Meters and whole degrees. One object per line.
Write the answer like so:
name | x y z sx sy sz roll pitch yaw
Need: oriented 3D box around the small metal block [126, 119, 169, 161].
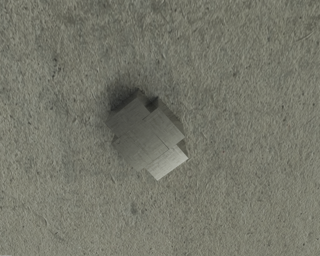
small metal block | -0.015 0.007 0.399 0.025 0.050 0.050 -38 106 12

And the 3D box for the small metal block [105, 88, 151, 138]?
small metal block | -0.038 -0.020 0.389 0.050 0.050 0.025 -37 106 12

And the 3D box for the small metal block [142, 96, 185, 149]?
small metal block | 0.005 -0.008 0.394 0.025 0.050 0.050 -39 106 13

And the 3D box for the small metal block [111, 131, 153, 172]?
small metal block | -0.034 0.022 0.405 0.025 0.050 0.050 -38 106 12

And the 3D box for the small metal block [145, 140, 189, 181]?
small metal block | 0.008 0.035 0.410 0.050 0.050 0.025 -37 106 12
